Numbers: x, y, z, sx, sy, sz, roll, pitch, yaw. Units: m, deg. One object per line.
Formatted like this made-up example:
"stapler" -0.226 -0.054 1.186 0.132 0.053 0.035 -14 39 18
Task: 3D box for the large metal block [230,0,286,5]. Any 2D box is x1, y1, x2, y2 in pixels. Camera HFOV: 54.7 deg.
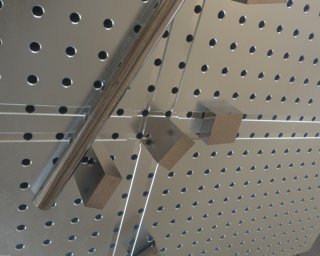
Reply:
"large metal block" 0.091 -0.177 0.318 0.050 0.080 0.079 -12 124 -23

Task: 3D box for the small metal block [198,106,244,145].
"small metal block" 0.090 -0.004 0.461 0.050 0.025 0.050 -4 120 -27

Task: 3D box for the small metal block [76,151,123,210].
"small metal block" -0.079 0.066 0.394 0.025 0.050 0.050 24 105 -37

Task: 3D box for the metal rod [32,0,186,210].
"metal rod" -0.065 -0.026 0.360 0.025 0.025 0.299 26 104 -38

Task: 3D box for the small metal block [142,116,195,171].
"small metal block" 0.011 0.020 0.415 0.050 0.050 0.025 -48 129 5

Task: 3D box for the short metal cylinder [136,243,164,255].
"short metal cylinder" -0.008 0.244 0.525 0.050 0.080 0.080 -33 129 -8
